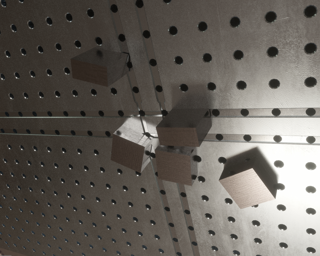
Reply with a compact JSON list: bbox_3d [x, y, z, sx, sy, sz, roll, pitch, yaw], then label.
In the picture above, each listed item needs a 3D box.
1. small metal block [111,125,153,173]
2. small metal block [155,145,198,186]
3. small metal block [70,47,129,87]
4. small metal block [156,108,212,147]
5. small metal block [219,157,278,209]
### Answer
[{"bbox_3d":[-0.042,0.031,0.451,0.050,0.025,0.050,21,126,15],"label":"small metal block"},{"bbox_3d":[0.023,0.048,0.428,0.050,0.025,0.050,8,122,23],"label":"small metal block"},{"bbox_3d":[-0.073,-0.077,0.384,0.050,0.050,0.025,16,125,19],"label":"small metal block"},{"bbox_3d":[0.030,-0.002,0.377,0.050,0.050,0.025,1,119,27],"label":"small metal block"},{"bbox_3d":[0.113,0.071,0.395,0.050,0.025,0.050,-30,102,37],"label":"small metal block"}]
